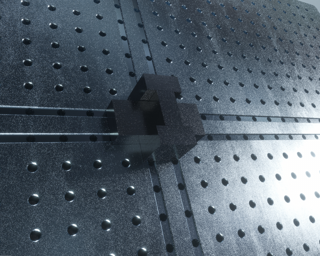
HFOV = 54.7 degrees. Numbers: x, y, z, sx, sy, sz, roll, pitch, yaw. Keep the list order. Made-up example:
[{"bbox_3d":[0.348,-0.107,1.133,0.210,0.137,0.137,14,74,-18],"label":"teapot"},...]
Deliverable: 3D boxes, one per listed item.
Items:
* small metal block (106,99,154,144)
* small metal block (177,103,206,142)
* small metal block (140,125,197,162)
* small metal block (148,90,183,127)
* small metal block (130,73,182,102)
[{"bbox_3d":[-0.037,-0.007,0.393,0.050,0.025,0.050,0,62,-28],"label":"small metal block"},{"bbox_3d":[0.030,-0.007,0.430,0.050,0.025,0.050,1,61,-28],"label":"small metal block"},{"bbox_3d":[0.010,0.020,0.386,0.050,0.050,0.025,1,62,-28],"label":"small metal block"},{"bbox_3d":[0.002,-0.013,0.402,0.025,0.050,0.050,1,62,-28],"label":"small metal block"},{"bbox_3d":[-0.007,-0.047,0.418,0.050,0.050,0.025,1,62,-28],"label":"small metal block"}]
